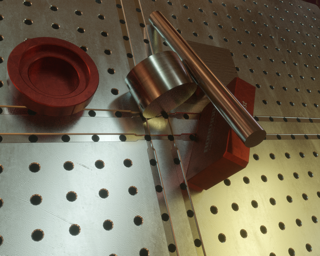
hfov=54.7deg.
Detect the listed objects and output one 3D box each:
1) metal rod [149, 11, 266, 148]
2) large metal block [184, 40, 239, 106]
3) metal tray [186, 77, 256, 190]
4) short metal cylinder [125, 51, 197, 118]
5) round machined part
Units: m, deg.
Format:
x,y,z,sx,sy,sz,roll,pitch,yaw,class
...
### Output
x,y,z,sx,sy,sz,roll,pitch,yaw,class
0.046,-0.086,0.418,0.025,0.025,0.300,1,40,-28,metal rod
0.071,-0.082,0.480,0.081,0.050,0.080,4,60,-26,large metal block
0.080,0.006,0.405,0.030,0.090,0.130,27,52,-12,metal tray
0.001,-0.056,0.408,0.081,0.080,0.050,-20,72,-35,short metal cylinder
-0.125,-0.055,0.363,0.099,0.042,0.098,14,56,-21,round machined part
